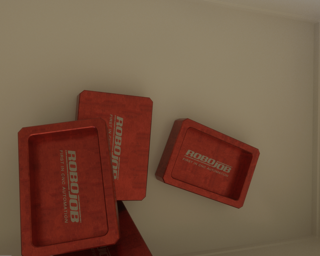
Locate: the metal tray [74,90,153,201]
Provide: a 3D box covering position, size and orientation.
[{"bbox_3d":[-0.060,0.023,0.386,0.091,0.030,0.129,5,88,-20],"label":"metal tray"}]

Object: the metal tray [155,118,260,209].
[{"bbox_3d":[0.069,0.050,0.434,0.131,0.030,0.090,23,82,-19],"label":"metal tray"}]

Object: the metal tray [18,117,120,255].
[{"bbox_3d":[-0.094,0.059,0.322,0.091,0.030,0.129,-8,73,-6],"label":"metal tray"}]

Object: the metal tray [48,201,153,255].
[{"bbox_3d":[-0.064,0.135,0.330,0.091,0.130,0.030,-13,114,-20],"label":"metal tray"}]
